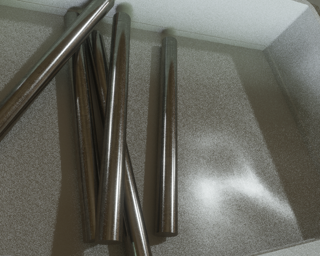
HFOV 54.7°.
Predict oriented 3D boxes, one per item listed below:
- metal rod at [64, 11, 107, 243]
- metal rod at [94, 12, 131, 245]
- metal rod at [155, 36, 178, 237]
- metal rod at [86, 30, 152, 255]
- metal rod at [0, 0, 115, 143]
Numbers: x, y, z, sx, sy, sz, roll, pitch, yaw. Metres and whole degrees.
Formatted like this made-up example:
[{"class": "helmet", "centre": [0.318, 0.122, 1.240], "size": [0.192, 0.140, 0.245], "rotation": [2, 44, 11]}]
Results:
[{"class": "metal rod", "centre": [-0.092, -0.021, 0.368], "size": [0.025, 0.025, 0.299], "rotation": [2, 61, -28]}, {"class": "metal rod", "centre": [-0.050, -0.024, 0.359], "size": [0.025, 0.025, 0.299], "rotation": [12, 57, -22]}, {"class": "metal rod", "centre": [0.011, -0.011, 0.417], "size": [0.025, 0.025, 0.300], "rotation": [15, 56, -20]}, {"class": "metal rod", "centre": [-0.056, 0.003, 0.373], "size": [0.025, 0.025, 0.299], "rotation": [-1, 62, -29]}, {"class": "metal rod", "centre": [-0.132, -0.063, 0.350], "size": [0.025, 0.025, 0.300], "rotation": [32, 58, -8]}]
